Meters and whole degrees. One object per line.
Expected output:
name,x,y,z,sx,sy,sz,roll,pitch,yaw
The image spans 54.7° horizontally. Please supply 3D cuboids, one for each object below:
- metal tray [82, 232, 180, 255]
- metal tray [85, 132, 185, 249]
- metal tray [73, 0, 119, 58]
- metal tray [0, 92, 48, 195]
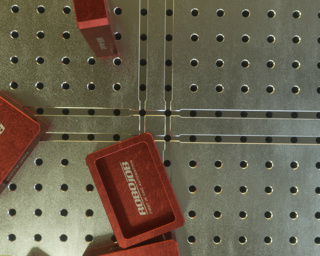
metal tray,-0.034,0.199,0.411,0.131,0.030,0.089,-12,90,-1
metal tray,-0.032,0.080,0.410,0.090,0.030,0.129,-21,90,-1
metal tray,-0.076,-0.142,0.359,0.030,0.130,0.089,-11,90,-3
metal tray,-0.225,0.024,0.408,0.090,0.030,0.130,36,90,-1
